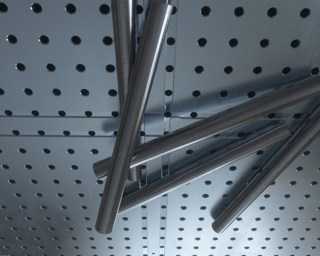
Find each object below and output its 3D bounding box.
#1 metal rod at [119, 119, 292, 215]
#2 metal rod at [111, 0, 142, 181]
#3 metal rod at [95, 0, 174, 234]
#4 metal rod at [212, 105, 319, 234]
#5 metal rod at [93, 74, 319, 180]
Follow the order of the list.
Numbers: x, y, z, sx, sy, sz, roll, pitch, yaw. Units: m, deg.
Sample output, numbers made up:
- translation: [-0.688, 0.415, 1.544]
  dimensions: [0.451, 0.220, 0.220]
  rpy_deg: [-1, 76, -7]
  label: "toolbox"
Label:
- translation: [0.049, 0.067, 0.469]
  dimensions: [0.300, 0.025, 0.025]
  rpy_deg: [-29, 125, 22]
  label: "metal rod"
- translation: [-0.038, -0.042, 0.375]
  dimensions: [0.025, 0.025, 0.298]
  rpy_deg: [0, 130, -1]
  label: "metal rod"
- translation: [-0.038, 0.006, 0.366]
  dimensions: [0.025, 0.025, 0.298]
  rpy_deg: [12, 114, -11]
  label: "metal rod"
- translation: [0.163, 0.077, 0.480]
  dimensions: [0.025, 0.025, 0.298]
  rpy_deg: [17, 128, -15]
  label: "metal rod"
- translation: [0.053, 0.003, 0.394]
  dimensions: [0.301, 0.025, 0.025]
  rpy_deg: [-22, 127, 9]
  label: "metal rod"
